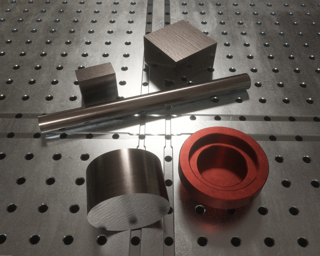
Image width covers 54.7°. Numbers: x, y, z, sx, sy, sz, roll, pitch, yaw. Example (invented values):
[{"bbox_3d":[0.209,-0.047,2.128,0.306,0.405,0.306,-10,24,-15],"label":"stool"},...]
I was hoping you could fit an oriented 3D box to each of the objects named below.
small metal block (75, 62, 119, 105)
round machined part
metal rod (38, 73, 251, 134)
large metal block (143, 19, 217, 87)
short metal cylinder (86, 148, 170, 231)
[{"bbox_3d":[-0.089,-0.061,0.442,0.050,0.050,0.025,-17,52,-14],"label":"small metal block"},{"bbox_3d":[0.070,0.048,0.357,0.099,0.042,0.098,0,50,0],"label":"round machined part"},{"bbox_3d":[-0.013,-0.037,0.438,0.302,0.025,0.025,-13,52,-11],"label":"metal rod"},{"bbox_3d":[0.031,-0.121,0.493,0.081,0.050,0.080,-30,56,-23],"label":"large metal block"},{"bbox_3d":[-0.034,0.065,0.317,0.081,0.080,0.050,-8,51,-7],"label":"short metal cylinder"}]
